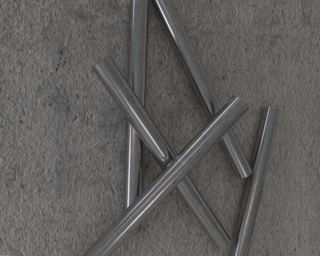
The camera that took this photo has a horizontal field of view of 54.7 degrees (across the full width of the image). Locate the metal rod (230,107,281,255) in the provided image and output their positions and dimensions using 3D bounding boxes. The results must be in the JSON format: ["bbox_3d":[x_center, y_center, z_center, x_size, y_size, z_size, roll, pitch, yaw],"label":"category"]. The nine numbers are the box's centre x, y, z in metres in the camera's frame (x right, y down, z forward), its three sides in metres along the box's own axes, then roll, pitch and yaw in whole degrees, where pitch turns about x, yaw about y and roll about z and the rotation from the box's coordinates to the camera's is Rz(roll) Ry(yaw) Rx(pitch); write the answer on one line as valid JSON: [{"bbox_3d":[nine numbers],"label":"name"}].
[{"bbox_3d":[0.133,0.115,0.458,0.025,0.025,0.299,16,84,-19],"label":"metal rod"}]

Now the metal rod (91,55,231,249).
[{"bbox_3d":[0.012,0.044,0.393,0.025,0.025,0.299,-39,110,-16],"label":"metal rod"}]

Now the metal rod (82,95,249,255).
[{"bbox_3d":[-0.006,0.078,0.370,0.025,0.025,0.300,43,90,-15],"label":"metal rod"}]

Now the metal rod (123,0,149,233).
[{"bbox_3d":[-0.031,-0.019,0.397,0.025,0.025,0.298,2,89,-20],"label":"metal rod"}]

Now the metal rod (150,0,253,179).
[{"bbox_3d":[0.056,-0.063,0.429,0.025,0.025,0.299,-31,100,-17],"label":"metal rod"}]
